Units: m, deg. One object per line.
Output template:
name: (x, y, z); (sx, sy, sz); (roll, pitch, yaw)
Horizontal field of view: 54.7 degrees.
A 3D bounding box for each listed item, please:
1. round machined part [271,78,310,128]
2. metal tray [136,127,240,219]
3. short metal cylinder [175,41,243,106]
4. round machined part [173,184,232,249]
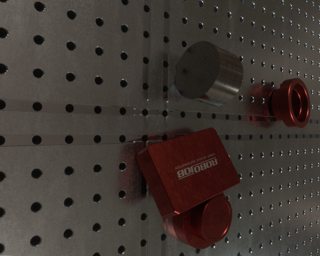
round machined part: (0.258, -0.048, 0.615); (0.099, 0.042, 0.097); (5, 83, -43)
metal tray: (0.042, 0.056, 0.420); (0.131, 0.030, 0.090); (-14, 73, -39)
short metal cylinder: (0.068, -0.074, 0.432); (0.050, 0.080, 0.080); (11, 83, -40)
round machined part: (0.070, 0.130, 0.460); (0.099, 0.042, 0.097); (0, 90, -40)
